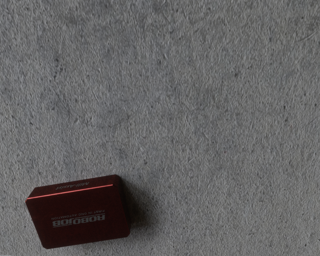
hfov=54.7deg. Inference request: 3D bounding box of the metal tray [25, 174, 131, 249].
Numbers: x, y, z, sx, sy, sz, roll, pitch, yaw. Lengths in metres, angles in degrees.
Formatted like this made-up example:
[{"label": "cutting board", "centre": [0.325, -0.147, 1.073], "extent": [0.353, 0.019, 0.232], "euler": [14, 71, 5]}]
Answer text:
[{"label": "metal tray", "centre": [-0.115, 0.123, 0.451], "extent": [0.131, 0.030, 0.089], "euler": [-10, 110, 3]}]
